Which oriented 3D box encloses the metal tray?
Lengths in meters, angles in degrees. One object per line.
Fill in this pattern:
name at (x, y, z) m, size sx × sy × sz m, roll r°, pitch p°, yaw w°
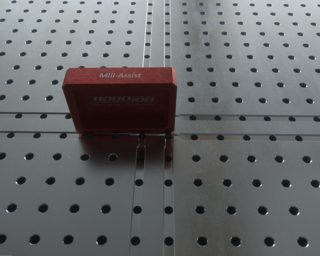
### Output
metal tray at (-0.046, -0.032, 0.391) m, size 0.131 × 0.089 × 0.030 m, roll -1°, pitch 50°, yaw -1°
